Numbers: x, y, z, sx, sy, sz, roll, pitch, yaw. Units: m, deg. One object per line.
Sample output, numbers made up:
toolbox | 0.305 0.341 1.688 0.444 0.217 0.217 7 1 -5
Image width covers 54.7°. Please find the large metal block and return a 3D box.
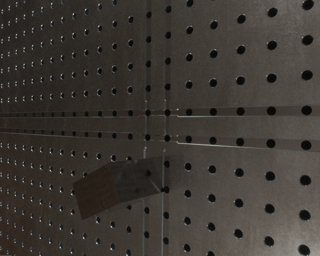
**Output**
large metal block | -0.056 0.081 0.418 0.080 0.081 0.050 -31 71 35
